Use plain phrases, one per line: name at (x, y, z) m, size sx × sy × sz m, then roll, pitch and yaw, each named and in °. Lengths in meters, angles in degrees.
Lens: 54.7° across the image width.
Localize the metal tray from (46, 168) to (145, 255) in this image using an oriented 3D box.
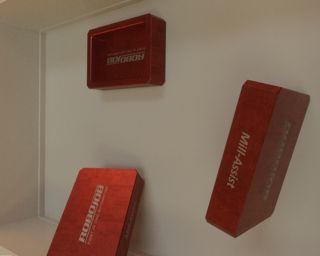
metal tray at (-0.080, 0.116, 0.403) m, size 0.090 × 0.030 × 0.130 m, roll -1°, pitch 52°, yaw 18°

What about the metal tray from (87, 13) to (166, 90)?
metal tray at (-0.052, -0.103, 0.443) m, size 0.130 × 0.030 × 0.089 m, roll 2°, pitch 91°, yaw 39°

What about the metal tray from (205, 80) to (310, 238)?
metal tray at (0.093, 0.026, 0.286) m, size 0.030 × 0.091 × 0.129 m, roll 22°, pitch 104°, yaw 37°
